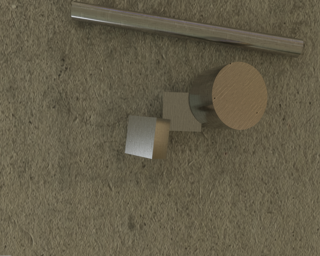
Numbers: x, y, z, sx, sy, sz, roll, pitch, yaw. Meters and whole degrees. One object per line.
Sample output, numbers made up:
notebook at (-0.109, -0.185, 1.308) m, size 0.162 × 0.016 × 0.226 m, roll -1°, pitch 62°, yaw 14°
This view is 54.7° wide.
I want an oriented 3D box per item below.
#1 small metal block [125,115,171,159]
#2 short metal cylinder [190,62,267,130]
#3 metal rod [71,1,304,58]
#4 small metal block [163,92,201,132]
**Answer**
small metal block at (-0.016, 0.011, 0.396) m, size 0.050 × 0.025 × 0.050 m, roll 7°, pitch 90°, yaw 43°
short metal cylinder at (0.084, -0.038, 0.385) m, size 0.081 × 0.050 × 0.079 m, roll 0°, pitch 91°, yaw -25°
metal rod at (0.036, -0.130, 0.410) m, size 0.302 × 0.025 × 0.025 m, roll 9°, pitch 90°, yaw -1°
small metal block at (0.029, -0.021, 0.410) m, size 0.050 × 0.025 × 0.050 m, roll 2°, pitch 90°, yaw -1°
